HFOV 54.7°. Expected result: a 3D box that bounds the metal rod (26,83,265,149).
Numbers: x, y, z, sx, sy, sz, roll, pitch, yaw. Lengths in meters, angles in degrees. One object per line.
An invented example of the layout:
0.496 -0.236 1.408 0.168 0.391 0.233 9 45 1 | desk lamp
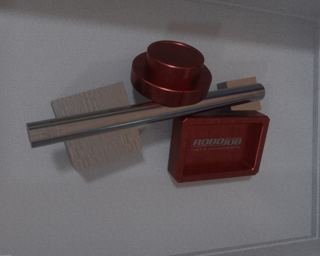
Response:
0.006 -0.022 0.365 0.303 0.025 0.025 -12 95 -27 | metal rod

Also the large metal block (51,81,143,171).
-0.076 -0.003 0.367 0.081 0.050 0.080 -19 97 -19 | large metal block

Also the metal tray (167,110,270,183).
0.080 0.023 0.422 0.131 0.030 0.089 -2 110 -21 | metal tray

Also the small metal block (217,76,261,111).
0.116 -0.045 0.453 0.050 0.025 0.050 -12 94 -20 | small metal block

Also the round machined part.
0.016 -0.072 0.375 0.099 0.098 0.042 -5 132 -20 | round machined part
